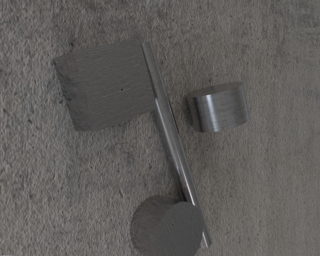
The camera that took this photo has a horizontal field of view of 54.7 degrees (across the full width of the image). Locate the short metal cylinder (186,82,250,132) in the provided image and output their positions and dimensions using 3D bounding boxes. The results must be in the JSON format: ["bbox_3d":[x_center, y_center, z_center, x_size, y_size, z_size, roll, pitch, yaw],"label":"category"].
[{"bbox_3d":[0.082,-0.031,0.438,0.081,0.080,0.050,-25,106,-37],"label":"short metal cylinder"}]

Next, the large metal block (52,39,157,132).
[{"bbox_3d":[-0.058,-0.047,0.339,0.081,0.050,0.080,-24,105,-38],"label":"large metal block"}]

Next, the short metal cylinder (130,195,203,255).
[{"bbox_3d":[0.009,0.130,0.397,0.081,0.050,0.079,0,90,-40],"label":"short metal cylinder"}]

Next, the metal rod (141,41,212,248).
[{"bbox_3d":[0.021,0.033,0.422,0.025,0.025,0.298,-29,108,-36],"label":"metal rod"}]
